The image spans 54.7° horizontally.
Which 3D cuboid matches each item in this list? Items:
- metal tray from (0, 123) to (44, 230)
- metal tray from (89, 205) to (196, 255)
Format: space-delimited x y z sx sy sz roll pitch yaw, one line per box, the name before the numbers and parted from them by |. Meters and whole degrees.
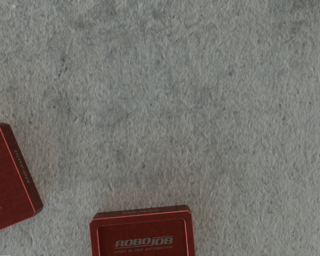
metal tray | -0.222 0.068 0.405 0.090 0.030 0.129 -22 90 -1
metal tray | -0.021 0.154 0.407 0.131 0.030 0.089 -5 90 -1
